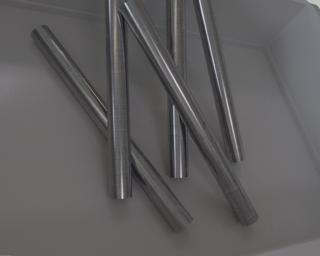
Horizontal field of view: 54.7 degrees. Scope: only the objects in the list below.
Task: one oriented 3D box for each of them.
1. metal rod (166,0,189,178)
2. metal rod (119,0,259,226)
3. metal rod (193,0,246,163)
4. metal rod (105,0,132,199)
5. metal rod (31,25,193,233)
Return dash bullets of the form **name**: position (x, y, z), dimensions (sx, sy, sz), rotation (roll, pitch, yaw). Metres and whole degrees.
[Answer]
- **metal rod**: position (0.021, -0.089, 0.392), dimensions (0.025, 0.025, 0.298), rotation (1, 87, -28)
- **metal rod**: position (0.041, -0.009, 0.366), dimensions (0.025, 0.025, 0.299), rotation (-40, 106, -39)
- **metal rod**: position (0.074, -0.099, 0.424), dimensions (0.025, 0.025, 0.298), rotation (-17, 97, -35)
- **metal rod**: position (-0.048, -0.073, 0.350), dimensions (0.025, 0.025, 0.298), rotation (0, 85, -28)
- **metal rod**: position (-0.063, -0.006, 0.374), dimensions (0.025, 0.025, 0.300), rotation (-31, 79, -38)
